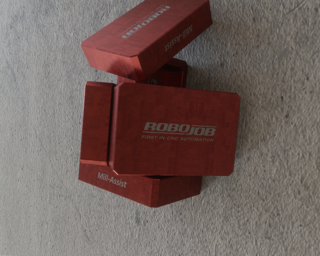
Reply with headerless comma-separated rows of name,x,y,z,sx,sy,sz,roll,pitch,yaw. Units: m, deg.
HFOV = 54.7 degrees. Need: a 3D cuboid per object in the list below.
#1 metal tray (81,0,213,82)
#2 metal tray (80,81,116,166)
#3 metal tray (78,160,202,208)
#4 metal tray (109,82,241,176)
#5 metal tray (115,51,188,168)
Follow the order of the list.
metal tray,-0.013,-0.109,0.355,0.090,0.131,0.030,22,145,37
metal tray,-0.064,-0.009,0.394,0.030,0.130,0.089,5,94,3
metal tray,-0.026,0.058,0.383,0.130,0.091,0.030,9,96,39
metal tray,0.016,0.003,0.326,0.030,0.131,0.089,-162,76,-72
metal tray,-0.010,-0.021,0.370,0.030,0.091,0.129,9,96,39
